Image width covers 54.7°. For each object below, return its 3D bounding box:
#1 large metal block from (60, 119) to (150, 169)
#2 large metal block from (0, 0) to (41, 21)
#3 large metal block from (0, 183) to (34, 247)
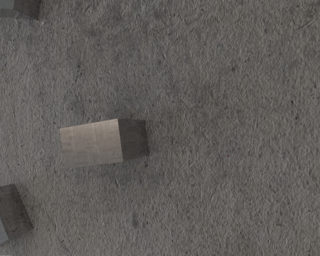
[{"bbox_3d":[-0.069,0.019,0.404,0.080,0.080,0.050,-9,87,20],"label":"large metal block"},{"bbox_3d":[-0.231,-0.217,0.477,0.080,0.050,0.080,12,94,19],"label":"large metal block"},{"bbox_3d":[-0.261,0.145,0.488,0.080,0.050,0.080,-31,80,17],"label":"large metal block"}]
